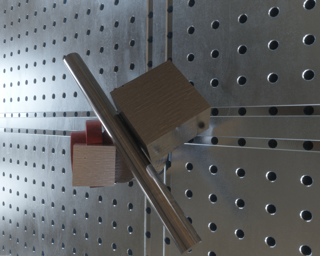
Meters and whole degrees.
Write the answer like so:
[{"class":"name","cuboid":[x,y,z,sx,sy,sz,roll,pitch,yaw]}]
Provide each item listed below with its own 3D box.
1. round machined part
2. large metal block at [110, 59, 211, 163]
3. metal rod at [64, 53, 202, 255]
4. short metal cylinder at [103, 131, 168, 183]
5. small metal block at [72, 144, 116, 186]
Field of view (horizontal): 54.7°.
[{"class":"round machined part","cuboid":[-0.104,0.037,0.446,0.098,0.042,0.097,177,89,-78]},{"class":"large metal block","cuboid":[0.001,-0.020,0.359,0.080,0.050,0.080,-31,63,-11]},{"class":"metal rod","cuboid":[-0.047,0.012,0.378,0.025,0.025,0.300,-51,61,28]},{"class":"short metal cylinder","cuboid":[-0.036,0.031,0.418,0.080,0.050,0.079,0,90,40]},{"class":"small metal block","cuboid":[-0.082,0.046,0.388,0.025,0.050,0.050,-166,78,-80]}]
